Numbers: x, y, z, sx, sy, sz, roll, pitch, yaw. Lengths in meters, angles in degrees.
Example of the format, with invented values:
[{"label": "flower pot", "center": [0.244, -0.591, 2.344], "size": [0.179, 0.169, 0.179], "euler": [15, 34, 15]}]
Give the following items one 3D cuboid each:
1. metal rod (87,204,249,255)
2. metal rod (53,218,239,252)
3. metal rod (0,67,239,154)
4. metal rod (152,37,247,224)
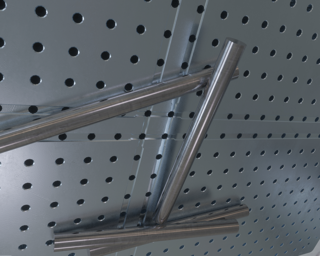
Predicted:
[{"label": "metal rod", "center": [0.028, 0.171, 0.531], "size": [0.302, 0.025, 0.025], "euler": [-5, 121, -26]}, {"label": "metal rod", "center": [-0.008, 0.165, 0.487], "size": [0.302, 0.025, 0.025], "euler": [3, 117, -23]}, {"label": "metal rod", "center": [-0.038, -0.031, 0.370], "size": [0.302, 0.025, 0.025], "euler": [-19, 126, -17]}, {"label": "metal rod", "center": [0.043, 0.023, 0.427], "size": [0.025, 0.025, 0.298], "euler": [1, 124, -29]}]
